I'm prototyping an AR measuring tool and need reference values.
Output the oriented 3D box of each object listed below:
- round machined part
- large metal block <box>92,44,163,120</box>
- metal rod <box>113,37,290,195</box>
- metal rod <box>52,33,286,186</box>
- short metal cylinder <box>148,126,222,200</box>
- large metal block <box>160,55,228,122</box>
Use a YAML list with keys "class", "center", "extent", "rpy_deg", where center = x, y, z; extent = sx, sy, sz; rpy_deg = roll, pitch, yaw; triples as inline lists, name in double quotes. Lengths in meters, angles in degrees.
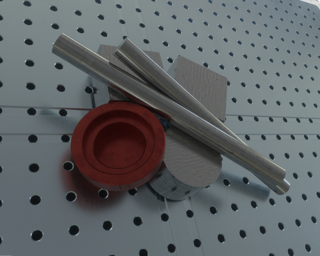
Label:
- class: "round machined part"
  center: [-0.044, 0.023, 0.341]
  extent: [0.099, 0.042, 0.098]
  rpy_deg: [1, 61, -1]
- class: "large metal block"
  center: [-0.039, -0.054, 0.396]
  extent: [0.081, 0.050, 0.080]
  rpy_deg: [1, 61, -28]
- class: "metal rod"
  center: [0.066, -0.002, 0.392]
  extent: [0.301, 0.025, 0.025]
  rpy_deg: [39, 50, -21]
- class: "metal rod"
  center: [0.019, -0.015, 0.357]
  extent: [0.301, 0.025, 0.025]
  rpy_deg: [31, 52, -10]
- class: "short metal cylinder"
  center: [0.027, 0.041, 0.376]
  extent: [0.081, 0.050, 0.080]
  rpy_deg: [14, 56, -21]
- class: "large metal block"
  center: [0.046, -0.044, 0.437]
  extent: [0.080, 0.050, 0.080]
  rpy_deg: [22, 54, -15]
